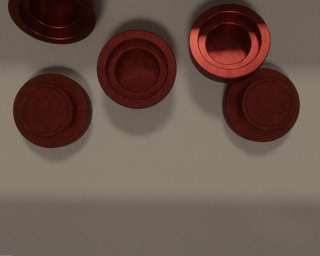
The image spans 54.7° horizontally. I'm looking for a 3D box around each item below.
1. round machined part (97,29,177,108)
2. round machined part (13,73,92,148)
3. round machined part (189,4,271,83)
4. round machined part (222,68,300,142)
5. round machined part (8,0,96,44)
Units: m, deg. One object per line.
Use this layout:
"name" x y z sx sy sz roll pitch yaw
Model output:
"round machined part" -0.029 -0.073 0.403 0.099 0.042 0.097 0 90 -1
"round machined part" -0.141 -0.023 0.401 0.099 0.042 0.097 0 90 -1
"round machined part" 0.087 -0.104 0.398 0.099 0.042 0.097 -1 80 4
"round machined part" 0.135 -0.030 0.405 0.099 0.042 0.097 0 90 -1
"round machined part" -0.129 -0.151 0.378 0.099 0.098 0.042 -5 65 -1
